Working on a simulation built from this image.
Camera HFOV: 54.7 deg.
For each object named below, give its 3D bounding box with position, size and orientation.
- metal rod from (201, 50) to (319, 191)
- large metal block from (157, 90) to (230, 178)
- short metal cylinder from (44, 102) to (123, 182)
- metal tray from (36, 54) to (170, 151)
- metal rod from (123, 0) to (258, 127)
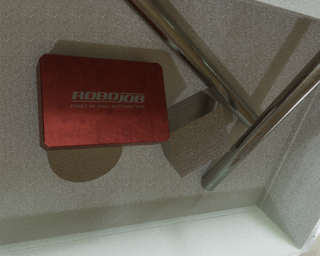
[{"bbox_3d":[0.135,0.000,0.414,0.025,0.025,0.298,0,141,-29],"label":"metal rod"},{"bbox_3d":[0.043,0.008,0.423,0.080,0.050,0.080,-28,128,-11],"label":"large metal block"},{"bbox_3d":[-0.089,0.015,0.354,0.081,0.050,0.079,-14,124,-21],"label":"short metal cylinder"},{"bbox_3d":[-0.057,-0.026,0.327,0.131,0.030,0.090,-2,81,-28],"label":"metal tray"},{"bbox_3d":[0.056,-0.075,0.394,0.025,0.025,0.301,-49,129,6],"label":"metal rod"}]
